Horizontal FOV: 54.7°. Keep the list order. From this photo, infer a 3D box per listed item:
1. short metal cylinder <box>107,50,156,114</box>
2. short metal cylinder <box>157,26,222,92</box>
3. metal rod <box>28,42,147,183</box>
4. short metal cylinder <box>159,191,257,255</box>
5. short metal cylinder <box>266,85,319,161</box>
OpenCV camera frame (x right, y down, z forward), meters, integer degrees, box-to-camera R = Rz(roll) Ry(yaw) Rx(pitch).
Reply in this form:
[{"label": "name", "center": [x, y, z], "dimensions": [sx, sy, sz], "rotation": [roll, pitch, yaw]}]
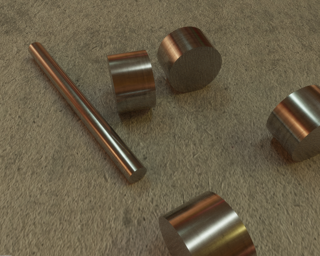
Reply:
[{"label": "short metal cylinder", "center": [-0.039, -0.062, 0.419], "dimensions": [0.050, 0.080, 0.080], "rotation": [-11, 51, -9]}, {"label": "short metal cylinder", "center": [0.042, -0.099, 0.451], "dimensions": [0.081, 0.080, 0.050], "rotation": [-15, 52, -12]}, {"label": "metal rod", "center": [-0.115, -0.038, 0.433], "dimensions": [0.025, 0.025, 0.300], "rotation": [-30, 56, -23]}, {"label": "short metal cylinder", "center": [0.041, 0.105, 0.280], "dimensions": [0.050, 0.080, 0.080], "rotation": [-24, 54, -19]}, {"label": "short metal cylinder", "center": [0.178, -0.005, 0.373], "dimensions": [0.081, 0.080, 0.050], "rotation": [-18, 53, -15]}]
